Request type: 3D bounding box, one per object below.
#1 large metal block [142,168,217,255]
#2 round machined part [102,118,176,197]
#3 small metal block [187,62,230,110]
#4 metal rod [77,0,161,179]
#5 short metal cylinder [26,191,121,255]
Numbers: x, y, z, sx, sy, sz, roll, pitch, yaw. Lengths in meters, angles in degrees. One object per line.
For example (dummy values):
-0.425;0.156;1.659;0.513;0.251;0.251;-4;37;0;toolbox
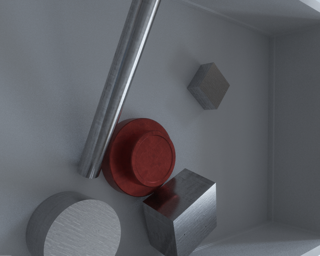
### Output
0.029;0.113;0.402;0.081;0.050;0.079;-32;129;-36;large metal block
-0.019;0.036;0.381;0.099;0.042;0.097;0;90;-40;round machined part
0.075;-0.063;0.472;0.050;0.025;0.050;46;62;-31;small metal block
-0.027;-0.082;0.298;0.025;0.025;0.298;6;114;-40;metal rod
-0.088;0.109;0.318;0.081;0.050;0.079;0;90;-40;short metal cylinder
